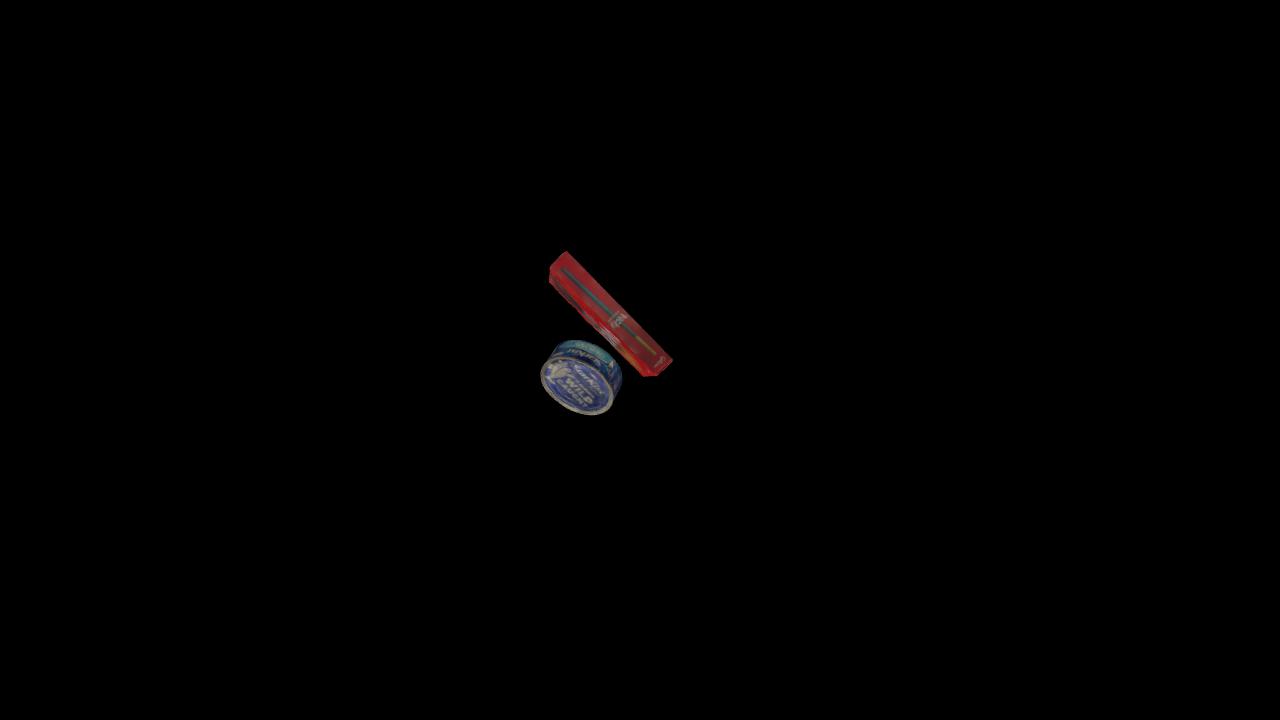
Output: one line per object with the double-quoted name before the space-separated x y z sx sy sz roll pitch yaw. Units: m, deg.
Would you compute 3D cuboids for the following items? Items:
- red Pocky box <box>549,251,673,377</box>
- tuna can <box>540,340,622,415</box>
"red Pocky box" -0.034 -0.044 0.647 0.028 0.155 0.083 -45 4 -9
"tuna can" -0.062 0.019 0.661 0.084 0.084 0.034 0 41 28
